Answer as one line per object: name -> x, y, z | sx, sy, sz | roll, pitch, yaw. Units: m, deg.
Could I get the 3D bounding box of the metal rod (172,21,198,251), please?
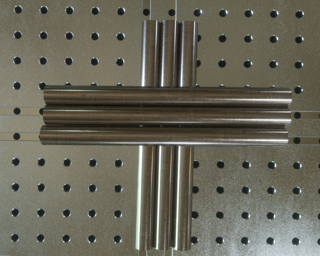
metal rod -> 0.034, 0.010, 0.414 | 0.025, 0.025, 0.298 | 2, 90, 0

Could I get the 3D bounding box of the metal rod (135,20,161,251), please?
metal rod -> -0.016, 0.009, 0.413 | 0.025, 0.025, 0.298 | 2, 90, 0

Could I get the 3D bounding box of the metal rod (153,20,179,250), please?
metal rod -> 0.008, 0.009, 0.413 | 0.025, 0.025, 0.298 | 2, 90, 0

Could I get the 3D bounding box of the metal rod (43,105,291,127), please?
metal rod -> 0.009, -0.015, 0.388 | 0.302, 0.025, 0.025 | 1, 90, 0

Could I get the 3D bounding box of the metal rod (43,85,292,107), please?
metal rod -> 0.010, -0.040, 0.388 | 0.302, 0.025, 0.025 | 1, 90, 0

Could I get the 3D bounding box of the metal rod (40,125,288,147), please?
metal rod -> 0.005, 0.010, 0.388 | 0.302, 0.025, 0.025 | 1, 90, 0
